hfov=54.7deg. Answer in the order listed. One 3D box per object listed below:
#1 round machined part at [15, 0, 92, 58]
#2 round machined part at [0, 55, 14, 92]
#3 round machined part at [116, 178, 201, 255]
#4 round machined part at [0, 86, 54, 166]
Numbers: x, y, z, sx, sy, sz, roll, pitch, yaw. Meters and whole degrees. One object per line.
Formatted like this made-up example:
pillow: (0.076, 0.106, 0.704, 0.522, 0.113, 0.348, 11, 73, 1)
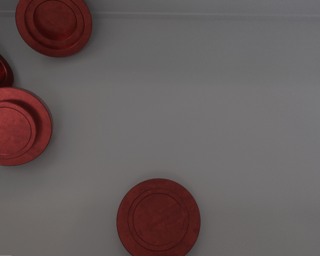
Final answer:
round machined part: (-0.147, -0.153, 0.436, 0.099, 0.097, 0.042, -16, 36, -6)
round machined part: (-0.249, -0.073, 0.404, 0.042, 0.098, 0.098, -37, 71, 22)
round machined part: (-0.002, 0.107, 0.361, 0.099, 0.042, 0.098, 0, 70, 0)
round machined part: (-0.183, 0.000, 0.375, 0.099, 0.042, 0.097, -3, 101, -14)
